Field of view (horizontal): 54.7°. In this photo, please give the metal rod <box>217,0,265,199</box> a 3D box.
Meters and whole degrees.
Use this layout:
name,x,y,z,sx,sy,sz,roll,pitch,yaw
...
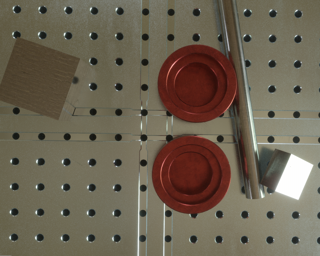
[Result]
name,x,y,z,sx,sy,sz,roll,pitch,yaw
metal rod,0.106,-0.056,0.414,0.025,0.025,0.298,-8,90,0

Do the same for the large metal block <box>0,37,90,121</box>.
name,x,y,z,sx,sy,sz,roll,pitch,yaw
large metal block,-0.148,-0.060,0.400,0.080,0.050,0.080,19,90,0

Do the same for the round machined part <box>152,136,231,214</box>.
name,x,y,z,sx,sy,sz,roll,pitch,yaw
round machined part,0.039,0.058,0.405,0.099,0.042,0.097,0,90,0

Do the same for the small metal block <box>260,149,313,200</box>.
name,x,y,z,sx,sy,sz,roll,pitch,yaw
small metal block,0.166,0.060,0.404,0.050,0.025,0.050,23,90,-31

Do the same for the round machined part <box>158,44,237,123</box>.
name,x,y,z,sx,sy,sz,roll,pitch,yaw
round machined part,0.046,-0.056,0.405,0.099,0.042,0.097,0,90,0
